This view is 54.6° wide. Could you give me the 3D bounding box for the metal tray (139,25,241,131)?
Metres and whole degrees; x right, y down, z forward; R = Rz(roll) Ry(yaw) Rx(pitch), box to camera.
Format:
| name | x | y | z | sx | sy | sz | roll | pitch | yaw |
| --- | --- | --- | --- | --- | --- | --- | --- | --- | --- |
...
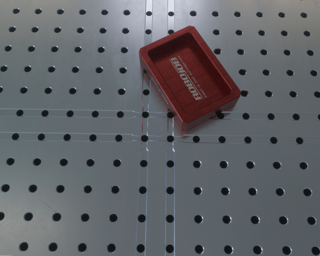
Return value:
| name | x | y | z | sx | sy | sz | roll | pitch | yaw |
| --- | --- | --- | --- | --- | --- | --- | --- | --- | --- |
| metal tray | 0.039 | -0.072 | 0.435 | 0.090 | 0.030 | 0.130 | -28 | 72 | -10 |
